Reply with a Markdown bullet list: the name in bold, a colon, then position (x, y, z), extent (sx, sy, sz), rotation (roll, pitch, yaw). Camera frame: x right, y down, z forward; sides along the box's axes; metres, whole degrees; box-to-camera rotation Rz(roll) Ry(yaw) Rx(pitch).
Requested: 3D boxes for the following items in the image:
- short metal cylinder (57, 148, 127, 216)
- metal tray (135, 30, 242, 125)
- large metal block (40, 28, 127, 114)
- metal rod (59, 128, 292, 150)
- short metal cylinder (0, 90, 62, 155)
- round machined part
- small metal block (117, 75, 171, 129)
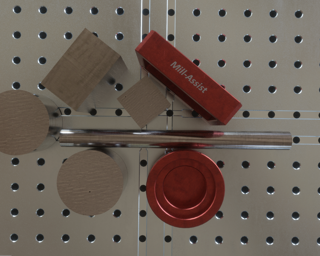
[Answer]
- **short metal cylinder**: position (-0.085, 0.066, 0.400), extent (0.081, 0.050, 0.080), rotation (0, 90, 0)
- **metal tray**: position (0.032, -0.056, 0.380), extent (0.130, 0.090, 0.030), rotation (40, 90, 0)
- **large metal block**: position (-0.089, -0.066, 0.385), extent (0.050, 0.080, 0.080), rotation (39, 90, -1)
- **metal rod**: position (0.021, 0.015, 0.413), extent (0.302, 0.025, 0.025), rotation (1, 90, 0)
- **short metal cylinder**: position (-0.174, -0.007, 0.399), extent (0.081, 0.050, 0.080), rotation (0, 90, 0)
- **round machined part**: position (0.032, 0.076, 0.405), extent (0.099, 0.042, 0.097), rotation (0, 90, 0)
- **small metal block**: position (-0.021, -0.034, 0.413), extent (0.050, 0.025, 0.050), rotation (-39, 90, 0)
